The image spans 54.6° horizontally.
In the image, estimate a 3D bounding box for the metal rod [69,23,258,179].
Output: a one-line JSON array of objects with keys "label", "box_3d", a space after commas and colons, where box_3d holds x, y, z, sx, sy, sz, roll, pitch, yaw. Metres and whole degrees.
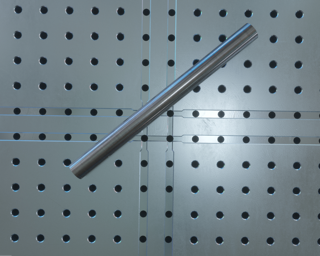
[{"label": "metal rod", "box_3d": [0.005, -0.036, 0.413, 0.300, 0.025, 0.025, -39, 90, 0]}]
